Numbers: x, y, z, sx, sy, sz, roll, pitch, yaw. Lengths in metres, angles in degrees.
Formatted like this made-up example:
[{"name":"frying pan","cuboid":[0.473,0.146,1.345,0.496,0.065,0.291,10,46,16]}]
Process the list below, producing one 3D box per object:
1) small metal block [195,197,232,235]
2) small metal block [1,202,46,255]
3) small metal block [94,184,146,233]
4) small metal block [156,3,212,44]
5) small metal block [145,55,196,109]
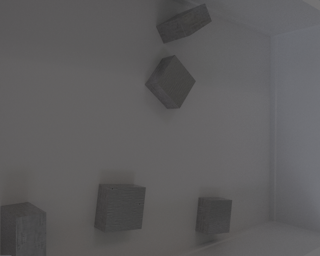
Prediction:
[{"name":"small metal block","cuboid":[0.083,0.134,0.477,0.050,0.025,0.050,11,83,-40]},{"name":"small metal block","cuboid":[-0.126,0.099,0.285,0.025,0.050,0.050,0,90,-40]},{"name":"small metal block","cuboid":[-0.047,0.094,0.367,0.050,0.025,0.050,10,84,-40]},{"name":"small metal block","cuboid":[0.032,-0.140,0.417,0.050,0.050,0.025,-40,115,-32]},{"name":"small metal block","cuboid":[0.015,-0.061,0.419,0.050,0.025,0.050,45,63,-31]}]
